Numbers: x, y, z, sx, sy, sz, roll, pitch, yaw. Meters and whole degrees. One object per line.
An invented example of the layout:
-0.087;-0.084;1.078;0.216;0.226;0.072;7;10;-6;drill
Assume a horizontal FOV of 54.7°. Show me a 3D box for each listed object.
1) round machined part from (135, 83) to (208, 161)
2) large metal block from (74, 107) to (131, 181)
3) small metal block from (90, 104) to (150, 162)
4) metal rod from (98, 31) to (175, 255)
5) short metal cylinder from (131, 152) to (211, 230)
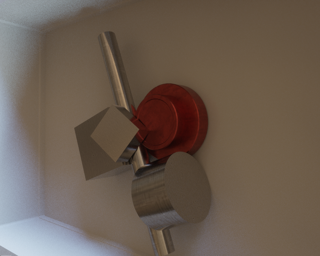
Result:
0.007;-0.007;0.386;0.098;0.042;0.097;0;90;39;round machined part
-0.070;0.023;0.441;0.080;0.050;0.080;-26;74;37;large metal block
-0.049;0.007;0.381;0.050;0.025;0.050;42;104;24;small metal block
-0.035;0.010;0.404;0.025;0.025;0.299;-26;74;37;metal rod
0.014;0.073;0.356;0.050;0.081;0.080;-26;74;37;short metal cylinder
